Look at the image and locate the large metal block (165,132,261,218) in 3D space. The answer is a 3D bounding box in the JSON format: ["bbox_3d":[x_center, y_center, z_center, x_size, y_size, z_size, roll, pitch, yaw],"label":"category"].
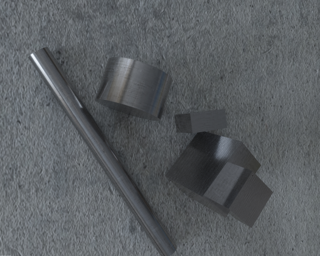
[{"bbox_3d":[0.067,0.055,0.401,0.050,0.080,0.080,46,75,-29],"label":"large metal block"}]

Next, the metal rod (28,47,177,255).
[{"bbox_3d":[-0.064,0.039,0.385,0.025,0.025,0.299,-35,102,-17],"label":"metal rod"}]

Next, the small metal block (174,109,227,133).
[{"bbox_3d":[0.054,-0.009,0.417,0.050,0.050,0.025,-8,93,-20],"label":"small metal block"}]

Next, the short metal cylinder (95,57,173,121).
[{"bbox_3d":[-0.031,-0.044,0.369,0.081,0.080,0.050,19,84,-20],"label":"short metal cylinder"}]

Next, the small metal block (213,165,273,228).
[{"bbox_3d":[0.098,0.080,0.362,0.050,0.025,0.050,42,77,-30],"label":"small metal block"}]
